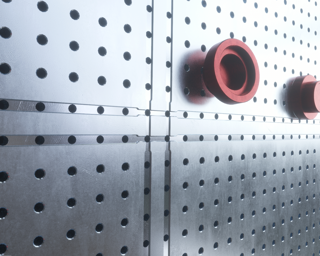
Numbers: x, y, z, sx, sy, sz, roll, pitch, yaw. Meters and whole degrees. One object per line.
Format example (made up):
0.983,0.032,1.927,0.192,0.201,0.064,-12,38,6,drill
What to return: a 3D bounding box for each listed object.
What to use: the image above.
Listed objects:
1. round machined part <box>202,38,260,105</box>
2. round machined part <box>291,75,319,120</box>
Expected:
0.105,-0.084,0.478,0.099,0.042,0.098,4,83,-33,round machined part
0.327,-0.066,0.669,0.099,0.042,0.097,0,90,-40,round machined part
